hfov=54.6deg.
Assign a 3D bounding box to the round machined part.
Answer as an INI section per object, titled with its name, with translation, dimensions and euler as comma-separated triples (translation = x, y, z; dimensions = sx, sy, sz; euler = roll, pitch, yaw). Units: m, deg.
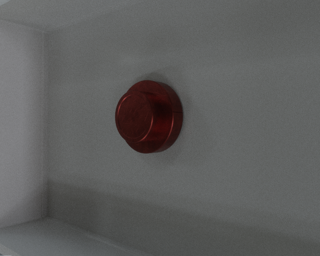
[round machined part]
translation = -0.021, -0.015, 0.411
dimensions = 0.098, 0.042, 0.097
euler = 0, 90, 40
